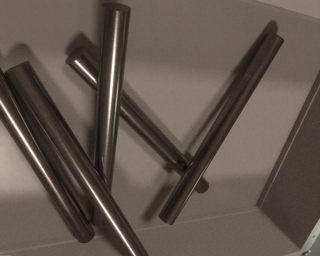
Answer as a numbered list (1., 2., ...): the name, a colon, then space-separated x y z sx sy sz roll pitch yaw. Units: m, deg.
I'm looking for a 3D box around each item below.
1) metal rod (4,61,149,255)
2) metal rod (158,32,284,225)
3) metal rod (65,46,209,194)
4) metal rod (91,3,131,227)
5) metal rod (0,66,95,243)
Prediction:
1. metal rod: -0.083 0.062 0.365 0.025 0.025 0.299 -30 117 -10
2. metal rod: 0.083 0.005 0.437 0.025 0.025 0.299 26 97 -37
3. metal rod: -0.009 0.011 0.411 0.025 0.025 0.300 -42 130 0
4. metal rod: -0.062 0.012 0.359 0.025 0.025 0.298 -8 129 -25
5. metal rod: -0.137 0.040 0.358 0.025 0.025 0.298 -25 128 -13
